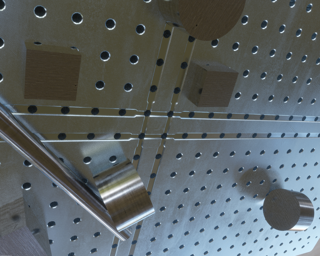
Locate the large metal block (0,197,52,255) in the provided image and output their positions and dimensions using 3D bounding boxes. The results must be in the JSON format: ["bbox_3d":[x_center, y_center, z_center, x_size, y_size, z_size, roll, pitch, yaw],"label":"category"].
[{"bbox_3d":[-0.190,0.145,0.381,0.081,0.050,0.080,-23,127,-14],"label":"large metal block"}]

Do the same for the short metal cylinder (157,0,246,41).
[{"bbox_3d":[0.044,-0.140,0.332,0.081,0.050,0.079,-14,124,-21],"label":"short metal cylinder"}]

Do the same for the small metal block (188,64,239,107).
[{"bbox_3d":[0.071,-0.056,0.415,0.050,0.025,0.050,-2,119,-28],"label":"small metal block"}]

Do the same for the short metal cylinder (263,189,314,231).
[{"bbox_3d":[0.254,0.163,0.615,0.050,0.080,0.080,16,110,-35],"label":"short metal cylinder"}]

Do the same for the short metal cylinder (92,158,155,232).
[{"bbox_3d":[-0.048,0.086,0.403,0.050,0.080,0.080,-25,128,-13],"label":"short metal cylinder"}]

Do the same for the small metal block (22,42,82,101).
[{"bbox_3d":[-0.111,-0.057,0.315,0.050,0.025,0.050,0,119,-29],"label":"small metal block"}]

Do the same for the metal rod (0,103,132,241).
[{"bbox_3d":[-0.116,0.065,0.387,0.025,0.025,0.299,-36,129,-4],"label":"metal rod"}]
